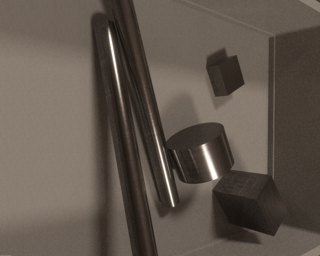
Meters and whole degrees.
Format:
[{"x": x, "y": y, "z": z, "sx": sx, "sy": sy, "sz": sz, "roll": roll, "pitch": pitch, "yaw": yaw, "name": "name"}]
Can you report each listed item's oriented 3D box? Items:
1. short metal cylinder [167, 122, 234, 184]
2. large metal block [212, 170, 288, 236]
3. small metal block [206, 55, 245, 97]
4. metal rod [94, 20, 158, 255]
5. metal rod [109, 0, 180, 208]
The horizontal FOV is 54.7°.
[{"x": 0.054, "y": 0.032, "z": 0.419, "sx": 0.081, "sy": 0.080, "sz": 0.050, "roll": -33, "pitch": 111, "yaw": -35, "name": "short metal cylinder"}, {"x": 0.143, "y": 0.117, "z": 0.494, "sx": 0.050, "sy": 0.080, "sz": 0.080, "roll": -45, "pitch": 117, "yaw": -31, "name": "large metal block"}, {"x": 0.106, "y": -0.084, "z": 0.498, "sx": 0.050, "sy": 0.025, "sz": 0.050, "roll": -33, "pitch": 111, "yaw": -35, "name": "small metal block"}, {"x": -0.035, "y": 0.027, "z": 0.329, "sx": 0.025, "sy": 0.025, "sz": 0.299, "roll": -2, "pitch": 76, "yaw": -40, "name": "metal rod"}, {"x": -0.018, "y": -0.037, "z": 0.377, "sx": 0.025, "sy": 0.025, "sz": 0.298, "roll": -27, "pitch": 112, "yaw": -37, "name": "metal rod"}]
